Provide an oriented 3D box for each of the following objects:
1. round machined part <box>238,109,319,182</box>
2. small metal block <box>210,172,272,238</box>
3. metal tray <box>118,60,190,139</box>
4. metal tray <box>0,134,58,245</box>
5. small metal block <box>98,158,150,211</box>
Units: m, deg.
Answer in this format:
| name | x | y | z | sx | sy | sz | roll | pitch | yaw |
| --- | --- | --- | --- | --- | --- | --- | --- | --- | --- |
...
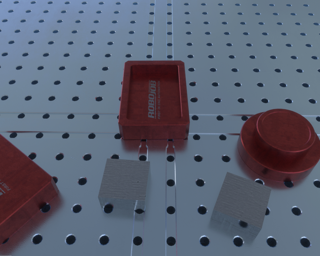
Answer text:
| name | x | y | z | sx | sy | sz | roll | pitch | yaw |
| --- | --- | --- | --- | --- | --- | --- | --- | --- | --- |
| round machined part | 0.151 | 0.014 | 0.386 | 0.099 | 0.042 | 0.098 | 0 | 50 | 0 |
| small metal block | 0.089 | 0.083 | 0.339 | 0.050 | 0.025 | 0.050 | 19 | 53 | 15 |
| metal tray | -0.008 | -0.044 | 0.440 | 0.091 | 0.030 | 0.130 | 0 | 50 | -1 |
| metal tray | -0.194 | 0.061 | 0.352 | 0.130 | 0.030 | 0.090 | 31 | 57 | 23 |
| small metal block | -0.039 | 0.064 | 0.353 | 0.050 | 0.025 | 0.050 | 4 | 50 | 3 |
